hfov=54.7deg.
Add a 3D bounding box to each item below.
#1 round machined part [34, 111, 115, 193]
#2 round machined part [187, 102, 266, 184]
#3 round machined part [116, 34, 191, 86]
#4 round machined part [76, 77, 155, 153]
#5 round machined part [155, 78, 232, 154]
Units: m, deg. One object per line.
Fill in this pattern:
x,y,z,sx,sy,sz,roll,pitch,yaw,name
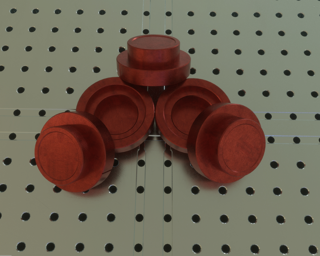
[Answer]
-0.107,0.030,0.366,0.098,0.042,0.097,3,97,22,round machined part
0.085,0.020,0.368,0.099,0.042,0.097,-5,101,-25,round machined part
-0.008,-0.094,0.410,0.099,0.042,0.098,0,32,0,round machined part
-0.056,-0.014,0.406,0.099,0.042,0.098,0,70,-1,round machined part
0.043,-0.013,0.408,0.099,0.042,0.098,0,70,-1,round machined part
